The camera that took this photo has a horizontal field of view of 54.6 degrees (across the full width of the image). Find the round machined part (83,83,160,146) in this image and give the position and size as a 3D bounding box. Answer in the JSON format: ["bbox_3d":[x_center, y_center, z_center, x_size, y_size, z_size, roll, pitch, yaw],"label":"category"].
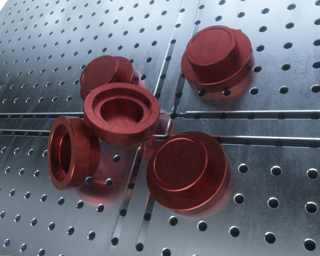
[{"bbox_3d":[-0.051,-0.014,0.414,0.099,0.042,0.098,6,45,-6],"label":"round machined part"}]

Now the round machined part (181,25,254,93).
[{"bbox_3d":[0.074,-0.099,0.421,0.098,0.042,0.098,-13,56,21],"label":"round machined part"}]

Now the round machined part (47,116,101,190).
[{"bbox_3d":[-0.115,0.033,0.420,0.098,0.042,0.098,-5,83,51],"label":"round machined part"}]

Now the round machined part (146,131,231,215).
[{"bbox_3d":[0.028,0.046,0.356,0.098,0.042,0.098,-13,56,21],"label":"round machined part"}]

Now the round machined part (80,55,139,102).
[{"bbox_3d":[-0.086,-0.076,0.491,0.098,0.042,0.098,-13,56,21],"label":"round machined part"}]
